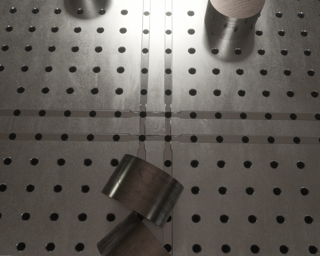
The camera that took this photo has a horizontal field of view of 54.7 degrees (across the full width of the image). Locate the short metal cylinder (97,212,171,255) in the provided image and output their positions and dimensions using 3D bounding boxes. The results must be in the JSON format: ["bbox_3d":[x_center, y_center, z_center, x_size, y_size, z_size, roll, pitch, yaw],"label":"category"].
[{"bbox_3d":[-0.022,0.137,0.332,0.050,0.080,0.080,-41,75,-13],"label":"short metal cylinder"}]

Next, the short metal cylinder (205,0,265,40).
[{"bbox_3d":[0.110,-0.181,0.466,0.081,0.050,0.080,0,70,0],"label":"short metal cylinder"}]

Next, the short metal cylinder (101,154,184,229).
[{"bbox_3d":[-0.020,0.072,0.356,0.080,0.080,0.050,28,72,9],"label":"short metal cylinder"}]
